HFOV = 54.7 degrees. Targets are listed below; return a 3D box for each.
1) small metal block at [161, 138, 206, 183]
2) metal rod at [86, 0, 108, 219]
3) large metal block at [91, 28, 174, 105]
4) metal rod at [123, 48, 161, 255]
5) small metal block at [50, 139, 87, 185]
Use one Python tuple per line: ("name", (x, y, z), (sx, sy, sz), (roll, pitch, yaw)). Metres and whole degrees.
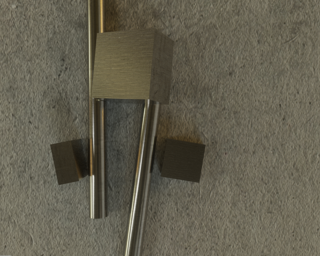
("small metal block", (0.030, 0.042, 0.410), (0.050, 0.025, 0.050), (10, 90, -1))
("metal rod", (-0.083, -0.033, 0.408), (0.025, 0.025, 0.298), (-1, 90, -1))
("large metal block", (-0.033, -0.072, 0.380), (0.080, 0.050, 0.080), (4, 89, 27))
("metal rod", (-0.020, 0.042, 0.409), (0.025, 0.025, 0.298), (7, 90, -1))
("small metal block", (-0.114, 0.042, 0.396), (0.025, 0.050, 0.050), (-12, 90, 0))
